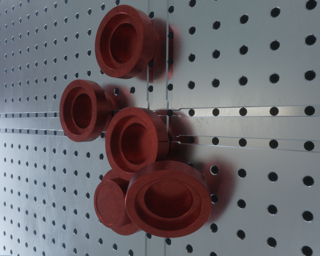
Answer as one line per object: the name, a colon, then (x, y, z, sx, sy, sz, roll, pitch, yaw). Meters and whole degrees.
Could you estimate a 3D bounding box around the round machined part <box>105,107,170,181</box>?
round machined part: (-0.026, 0.021, 0.420, 0.098, 0.042, 0.097, -1, 88, 39)

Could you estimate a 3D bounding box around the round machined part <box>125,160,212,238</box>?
round machined part: (0.011, 0.079, 0.369, 0.098, 0.042, 0.097, 2, 116, 3)

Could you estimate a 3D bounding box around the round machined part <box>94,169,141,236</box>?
round machined part: (-0.058, 0.106, 0.447, 0.098, 0.042, 0.097, 0, 90, 40)

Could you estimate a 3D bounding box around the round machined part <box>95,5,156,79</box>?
round machined part: (-0.044, -0.117, 0.436, 0.098, 0.042, 0.097, 0, 90, 40)

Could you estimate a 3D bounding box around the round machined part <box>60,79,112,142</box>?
round machined part: (-0.115, -0.027, 0.495, 0.098, 0.042, 0.097, 0, 90, 40)
